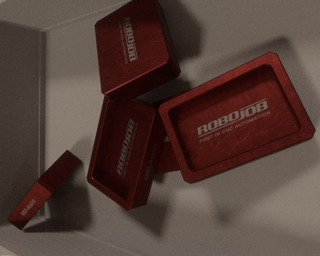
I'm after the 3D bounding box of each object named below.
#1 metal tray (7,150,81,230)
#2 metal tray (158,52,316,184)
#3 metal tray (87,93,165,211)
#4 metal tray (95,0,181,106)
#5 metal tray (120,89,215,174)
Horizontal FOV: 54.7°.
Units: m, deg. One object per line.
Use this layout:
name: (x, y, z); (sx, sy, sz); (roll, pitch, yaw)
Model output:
metal tray: (-0.194, 0.104, 0.520); (0.030, 0.090, 0.129); (41, 120, -7)
metal tray: (0.073, -0.007, 0.315); (0.130, 0.030, 0.090); (-25, 75, 18)
metal tray: (-0.044, 0.026, 0.398); (0.090, 0.030, 0.129); (24, 105, 37)
metal tray: (-0.032, -0.101, 0.386); (0.090, 0.030, 0.130); (-24, 56, 17)
metal tray: (0.006, 0.012, 0.397); (0.130, 0.030, 0.090); (-16, 80, 38)
